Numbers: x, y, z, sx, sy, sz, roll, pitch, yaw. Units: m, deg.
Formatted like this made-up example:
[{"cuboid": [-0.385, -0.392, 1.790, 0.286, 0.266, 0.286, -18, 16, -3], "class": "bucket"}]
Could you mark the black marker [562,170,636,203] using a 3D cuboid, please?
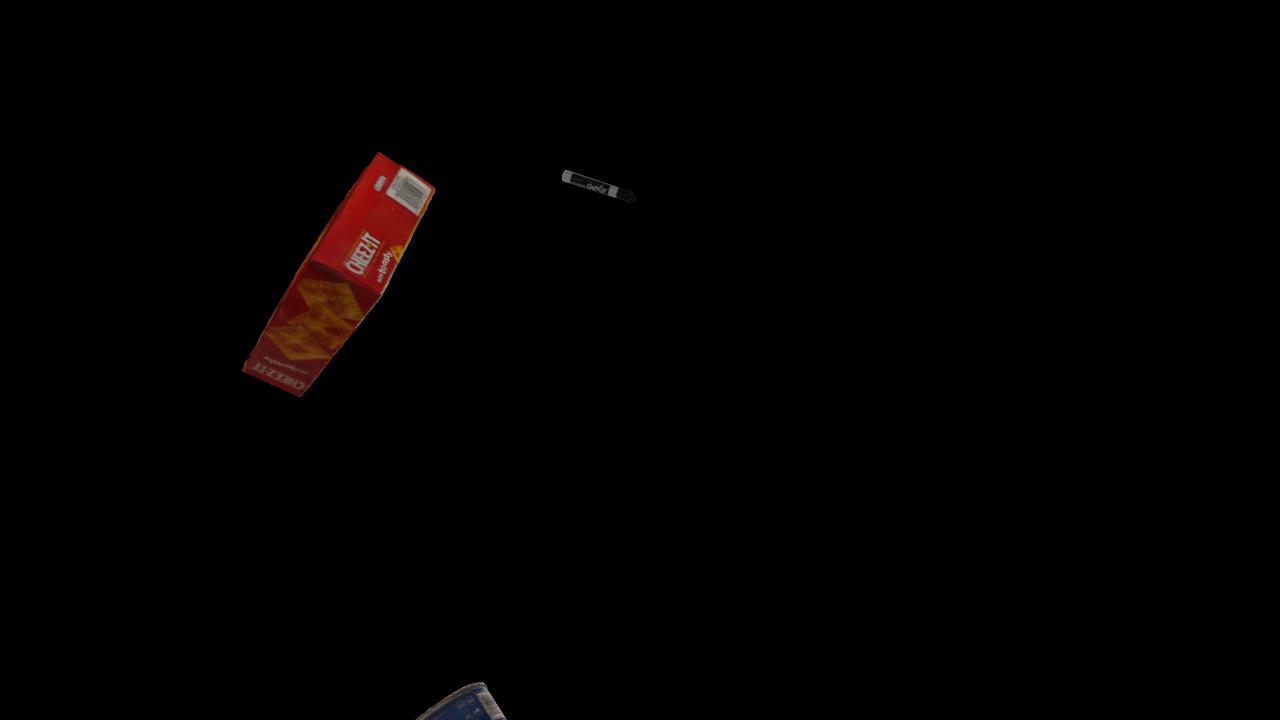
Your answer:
[{"cuboid": [-0.064, -0.270, 0.958, 0.121, 0.020, 0.020, 20, 3, 9], "class": "black marker"}]

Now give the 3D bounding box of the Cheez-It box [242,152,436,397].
[{"cuboid": [-0.312, -0.083, 0.634, 0.071, 0.166, 0.223, 32, -46, -28], "class": "Cheez-It box"}]

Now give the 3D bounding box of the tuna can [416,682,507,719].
[{"cuboid": [-0.130, 0.257, 0.407, 0.034, 0.084, 0.084, 44, 22, 26], "class": "tuna can"}]
